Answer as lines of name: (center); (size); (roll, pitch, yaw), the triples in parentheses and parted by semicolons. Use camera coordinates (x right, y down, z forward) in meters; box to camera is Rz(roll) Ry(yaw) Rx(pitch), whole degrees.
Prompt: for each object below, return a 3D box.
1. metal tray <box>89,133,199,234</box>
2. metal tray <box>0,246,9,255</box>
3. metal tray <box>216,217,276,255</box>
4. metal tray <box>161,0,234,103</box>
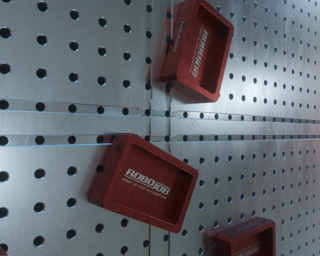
metal tray: (-0.014, 0.072, 0.393); (0.130, 0.030, 0.090); (32, 70, -35)
metal tray: (-0.169, 0.143, 0.225); (0.131, 0.090, 0.030); (-39, 114, -33)
metal tray: (0.150, 0.213, 0.530); (0.131, 0.030, 0.090); (-3, 92, -40)
metal tray: (0.059, -0.111, 0.453); (0.090, 0.030, 0.130); (24, 75, -37)
